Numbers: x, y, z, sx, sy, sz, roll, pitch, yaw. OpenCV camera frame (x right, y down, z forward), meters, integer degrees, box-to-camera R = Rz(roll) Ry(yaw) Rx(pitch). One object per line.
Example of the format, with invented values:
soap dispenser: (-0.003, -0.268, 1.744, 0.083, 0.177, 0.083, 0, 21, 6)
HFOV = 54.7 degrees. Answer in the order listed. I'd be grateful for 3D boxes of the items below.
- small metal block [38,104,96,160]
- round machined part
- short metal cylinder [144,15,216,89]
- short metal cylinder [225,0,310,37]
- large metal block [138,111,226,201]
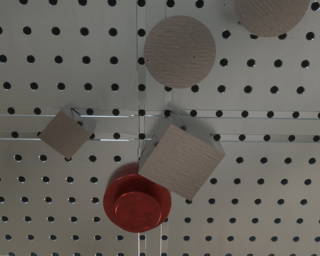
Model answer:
small metal block: (-0.124, 0.006, 0.414, 0.050, 0.025, 0.050, 40, 105, -14)
round machined part: (-0.033, 0.110, 0.445, 0.099, 0.042, 0.097, 0, 110, -1)
short metal cylinder: (0.022, -0.091, 0.367, 0.081, 0.050, 0.079, 0, 110, -1)
short metal cylinder: (0.118, -0.145, 0.348, 0.081, 0.050, 0.079, 0, 110, -1)
large metal block: (0.027, 0.037, 0.414, 0.080, 0.050, 0.080, 30, 107, -11)
